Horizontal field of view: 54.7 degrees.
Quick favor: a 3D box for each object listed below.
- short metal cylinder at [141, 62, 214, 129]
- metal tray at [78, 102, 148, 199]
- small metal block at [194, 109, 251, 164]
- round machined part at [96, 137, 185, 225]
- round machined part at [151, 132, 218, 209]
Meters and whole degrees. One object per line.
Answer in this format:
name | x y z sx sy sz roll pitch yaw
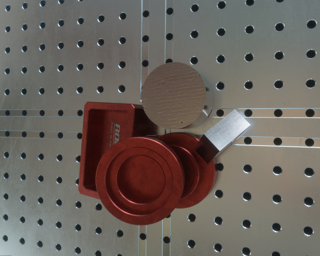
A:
short metal cylinder | 0.023 -0.038 0.390 0.080 0.050 0.079 0 90 19
metal tray | -0.065 0.031 0.420 0.090 0.030 0.129 6 92 34
small metal block | 0.072 0.011 0.363 0.050 0.050 0.025 -37 76 -20
round machined part | -0.020 0.058 0.359 0.098 0.042 0.097 0 92 9
round machined part | 0.021 0.054 0.394 0.098 0.042 0.097 0 90 19
